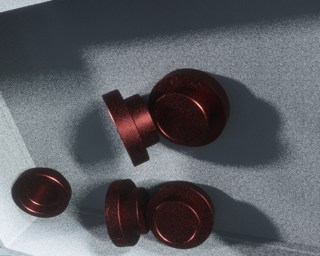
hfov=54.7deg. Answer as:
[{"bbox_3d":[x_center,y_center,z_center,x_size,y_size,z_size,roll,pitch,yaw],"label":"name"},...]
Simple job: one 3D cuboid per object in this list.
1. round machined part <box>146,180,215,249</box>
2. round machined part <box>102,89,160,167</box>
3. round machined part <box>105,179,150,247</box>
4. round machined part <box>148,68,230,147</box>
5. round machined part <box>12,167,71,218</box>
[{"bbox_3d":[0.026,0.128,0.440,0.098,0.042,0.097,3,100,14],"label":"round machined part"},{"bbox_3d":[-0.033,-0.004,0.388,0.042,0.098,0.098,-25,111,-7],"label":"round machined part"},{"bbox_3d":[-0.042,0.125,0.462,0.042,0.098,0.097,-10,115,14],"label":"round machined part"},{"bbox_3d":[0.030,-0.018,0.370,0.098,0.042,0.097,13,124,20],"label":"round machined part"},{"bbox_3d":[-0.208,0.111,0.558,0.099,0.042,0.097,0,117,0],"label":"round machined part"}]
